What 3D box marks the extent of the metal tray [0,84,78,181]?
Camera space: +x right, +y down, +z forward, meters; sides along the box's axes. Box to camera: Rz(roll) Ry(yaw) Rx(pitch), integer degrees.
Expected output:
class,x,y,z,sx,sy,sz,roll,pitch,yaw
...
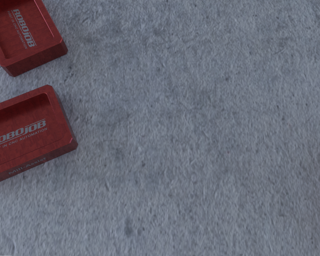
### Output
class,x,y,z,sx,sy,sz,roll,pitch,yaw
metal tray,-0.185,0.009,0.399,0.131,0.030,0.090,-24,72,-9

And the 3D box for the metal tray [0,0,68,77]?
class,x,y,z,sx,sy,sz,roll,pitch,yaw
metal tray,-0.205,-0.149,0.457,0.090,0.030,0.130,-28,73,-10
